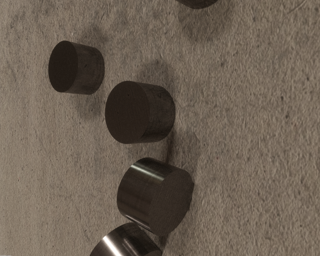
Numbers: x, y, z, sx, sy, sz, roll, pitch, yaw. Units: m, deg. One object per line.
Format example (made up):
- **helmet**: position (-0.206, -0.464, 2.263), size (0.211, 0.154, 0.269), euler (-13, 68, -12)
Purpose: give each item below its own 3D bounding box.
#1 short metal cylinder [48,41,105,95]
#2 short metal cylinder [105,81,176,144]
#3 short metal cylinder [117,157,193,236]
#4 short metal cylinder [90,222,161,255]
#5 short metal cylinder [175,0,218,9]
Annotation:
- **short metal cylinder**: position (-0.134, -0.095, 0.497), size (0.080, 0.050, 0.079), euler (0, 90, 39)
- **short metal cylinder**: position (-0.027, -0.020, 0.409), size (0.080, 0.050, 0.079), euler (0, 90, 39)
- **short metal cylinder**: position (-0.004, 0.080, 0.371), size (0.050, 0.081, 0.079), euler (16, 100, 38)
- **short metal cylinder**: position (-0.045, 0.172, 0.404), size (0.050, 0.081, 0.079), euler (40, 114, 32)
- **short metal cylinder**: position (0.037, -0.185, 0.356), size (0.080, 0.050, 0.079), euler (0, 90, 39)
